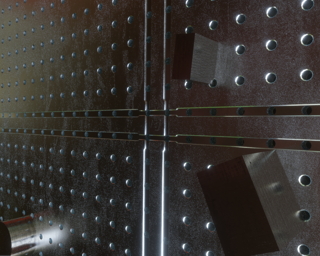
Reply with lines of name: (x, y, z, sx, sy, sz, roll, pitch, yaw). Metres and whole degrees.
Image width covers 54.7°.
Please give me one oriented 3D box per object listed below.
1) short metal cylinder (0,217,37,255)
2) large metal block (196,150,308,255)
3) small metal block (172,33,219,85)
short metal cylinder: (-0.297, 0.227, 0.634, 0.080, 0.050, 0.079, 0, 90, 39)
large metal block: (0.090, 0.069, 0.298, 0.050, 0.081, 0.080, -29, 72, 36)
small metal block: (0.041, -0.078, 0.358, 0.025, 0.050, 0.050, 10, 96, 39)
